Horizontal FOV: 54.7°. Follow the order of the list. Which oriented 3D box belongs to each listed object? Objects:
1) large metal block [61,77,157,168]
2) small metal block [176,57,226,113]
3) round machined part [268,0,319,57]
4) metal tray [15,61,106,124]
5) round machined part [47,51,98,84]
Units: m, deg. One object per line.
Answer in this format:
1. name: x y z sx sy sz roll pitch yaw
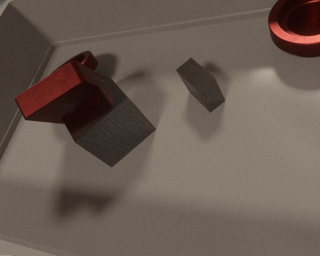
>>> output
1. large metal block: -0.065 -0.005 0.406 0.080 0.080 0.050 -41 51 0
2. small metal block: 0.052 -0.054 0.395 0.025 0.050 0.050 -40 51 1
3. round machined part: 0.185 -0.125 0.374 0.098 0.042 0.098 -13 56 20
4. metal tray: -0.119 -0.042 0.426 0.090 0.130 0.030 -31 83 8
5. round machined part: -0.139 -0.078 0.500 0.098 0.042 0.098 -26 31 17
